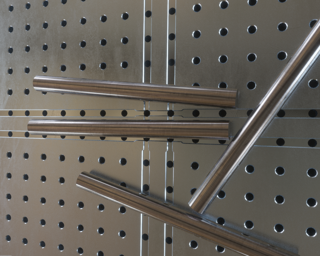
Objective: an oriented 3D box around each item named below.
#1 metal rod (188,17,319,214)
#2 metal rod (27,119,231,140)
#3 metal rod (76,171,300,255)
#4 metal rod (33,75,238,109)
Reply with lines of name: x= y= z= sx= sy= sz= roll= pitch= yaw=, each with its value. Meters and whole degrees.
metal rod: x=0.126 y=-0.021 z=0.367 sx=0.025 sy=0.025 sz=0.299 roll=36 pitch=101 yaw=16
metal rod: x=-0.056 y=0.001 z=0.432 sx=0.301 sy=0.025 sz=0.025 roll=1 pitch=90 yaw=20
metal rod: x=0.022 y=0.117 z=0.405 sx=0.301 sy=0.025 sz=0.025 roll=17 pitch=96 yaw=19
metal rod: x=-0.047 y=-0.052 z=0.429 sx=0.301 sy=0.025 sz=0.025 roll=7 pitch=92 yaw=19
